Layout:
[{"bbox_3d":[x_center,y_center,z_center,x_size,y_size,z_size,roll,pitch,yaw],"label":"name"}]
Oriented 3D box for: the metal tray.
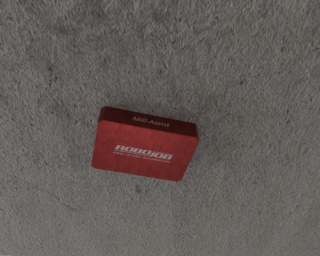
[{"bbox_3d":[-0.022,0.025,0.425,0.131,0.030,0.089,11,129,-9],"label":"metal tray"}]
